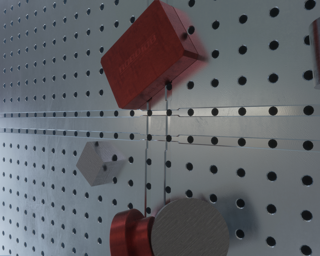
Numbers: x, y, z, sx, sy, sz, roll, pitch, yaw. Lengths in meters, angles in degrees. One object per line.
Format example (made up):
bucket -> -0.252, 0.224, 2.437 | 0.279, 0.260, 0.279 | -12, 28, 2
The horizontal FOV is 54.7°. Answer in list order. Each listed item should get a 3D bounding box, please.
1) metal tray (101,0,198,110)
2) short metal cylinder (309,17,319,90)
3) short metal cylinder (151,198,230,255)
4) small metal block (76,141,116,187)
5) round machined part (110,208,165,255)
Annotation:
metal tray -> -0.021, -0.095, 0.423 | 0.130, 0.030, 0.090 | -36, 68, 34
short metal cylinder -> 0.162, -0.061, 0.240 | 0.080, 0.081, 0.050 | -6, 86, 40
short metal cylinder -> 0.030, 0.118, 0.341 | 0.081, 0.050, 0.080 | 1, 75, -2
small metal block -> -0.103, 0.056, 0.494 | 0.050, 0.025, 0.050 | 44, 116, 31
round machined part -> -0.021, 0.149, 0.386 | 0.042, 0.098, 0.098 | -18, 77, 12
